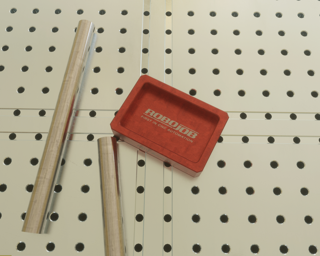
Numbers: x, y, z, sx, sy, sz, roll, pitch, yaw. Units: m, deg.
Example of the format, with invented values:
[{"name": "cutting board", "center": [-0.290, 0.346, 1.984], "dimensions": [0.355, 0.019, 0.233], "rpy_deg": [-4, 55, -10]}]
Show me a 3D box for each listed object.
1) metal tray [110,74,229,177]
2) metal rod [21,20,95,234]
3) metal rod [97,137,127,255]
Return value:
[{"name": "metal tray", "center": [0.013, -0.005, 0.410], "dimensions": [0.130, 0.030, 0.090], "rpy_deg": [27, 72, 9]}, {"name": "metal rod", "center": [-0.130, -0.016, 0.415], "dimensions": [0.025, 0.025, 0.299], "rpy_deg": [7, 70, 2]}, {"name": "metal rod", "center": [-0.050, 0.154, 0.354], "dimensions": [0.025, 0.025, 0.299], "rpy_deg": [-7, 70, -3]}]
